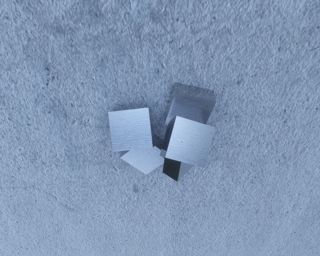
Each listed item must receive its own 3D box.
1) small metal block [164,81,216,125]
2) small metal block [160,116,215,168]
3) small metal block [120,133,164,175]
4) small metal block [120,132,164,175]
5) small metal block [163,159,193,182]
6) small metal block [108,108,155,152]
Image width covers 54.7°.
[{"bbox_3d":[0.036,-0.026,0.388,0.050,0.025,0.050,11,129,-10],"label":"small metal block"},{"bbox_3d":[0.033,0.017,0.373,0.050,0.025,0.050,17,85,-14],"label":"small metal block"},{"bbox_3d":[-0.020,0.033,0.437,0.050,0.025,0.050,-37,121,27],"label":"small metal block"},{"bbox_3d":[-0.019,0.033,0.437,0.050,0.025,0.050,-37,122,27],"label":"small metal block"},{"bbox_3d":[0.031,0.036,0.421,0.025,0.050,0.050,30,135,25],"label":"small metal block"},{"bbox_3d":[-0.035,0.002,0.393,0.050,0.025,0.050,-6,92,4],"label":"small metal block"}]
